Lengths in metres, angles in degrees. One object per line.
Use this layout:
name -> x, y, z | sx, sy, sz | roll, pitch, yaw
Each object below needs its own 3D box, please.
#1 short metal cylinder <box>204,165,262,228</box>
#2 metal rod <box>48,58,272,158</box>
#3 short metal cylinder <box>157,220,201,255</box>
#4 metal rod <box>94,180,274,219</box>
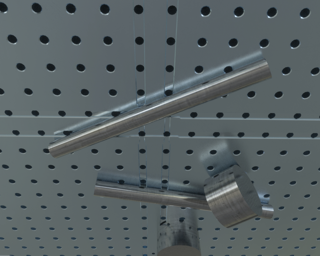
short metal cylinder -> 0.110, 0.102, 0.464 | 0.050, 0.080, 0.080 | -32, 124, 24
metal rod -> -0.012, -0.019, 0.395 | 0.301, 0.025, 0.025 | -20, 128, 16
short metal cylinder -> 0.035, 0.217, 0.581 | 0.081, 0.050, 0.079 | 0, 130, 0
metal rod -> 0.044, 0.120, 0.514 | 0.302, 0.025, 0.025 | 10, 129, -9
